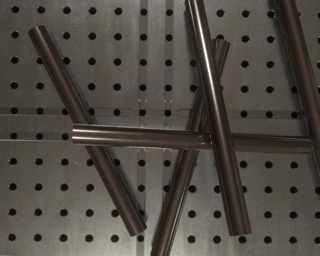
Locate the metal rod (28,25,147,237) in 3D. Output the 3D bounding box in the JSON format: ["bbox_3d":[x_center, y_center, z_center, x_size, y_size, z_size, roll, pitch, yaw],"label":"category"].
[{"bbox_3d":[-0.096,0.004,0.412,0.025,0.025,0.299,-27,90,0],"label":"metal rod"}]

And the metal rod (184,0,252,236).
[{"bbox_3d":[0.067,-0.027,0.377,0.025,0.025,0.299,-8,75,0],"label":"metal rod"}]

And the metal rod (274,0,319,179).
[{"bbox_3d":[0.200,-0.044,0.416,0.025,0.025,0.298,-15,90,0],"label":"metal rod"}]

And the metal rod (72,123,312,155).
[{"bbox_3d":[0.048,0.015,0.388,0.302,0.025,0.025,3,90,-11],"label":"metal rod"}]

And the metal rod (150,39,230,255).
[{"bbox_3d":[0.041,0.029,0.413,0.025,0.025,0.298,16,90,-1],"label":"metal rod"}]
